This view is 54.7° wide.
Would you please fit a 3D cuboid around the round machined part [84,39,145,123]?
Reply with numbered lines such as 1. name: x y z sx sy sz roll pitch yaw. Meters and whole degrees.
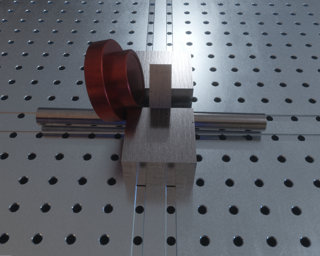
1. round machined part: -0.048 -0.057 0.370 0.042 0.098 0.098 -6 49 14

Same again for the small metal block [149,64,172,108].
1. small metal block: 0.001 -0.050 0.376 0.025 0.050 0.050 1 6 0

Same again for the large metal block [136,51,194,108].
1. large metal block: 0.004 -0.066 0.447 0.081 0.050 0.080 1 50 0

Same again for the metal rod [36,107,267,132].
1. metal rod: -0.012 -0.011 0.417 0.302 0.025 0.025 2 50 1

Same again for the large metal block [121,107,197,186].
1. large metal block: 0.000 0.022 0.373 0.080 0.050 0.080 1 50 1
